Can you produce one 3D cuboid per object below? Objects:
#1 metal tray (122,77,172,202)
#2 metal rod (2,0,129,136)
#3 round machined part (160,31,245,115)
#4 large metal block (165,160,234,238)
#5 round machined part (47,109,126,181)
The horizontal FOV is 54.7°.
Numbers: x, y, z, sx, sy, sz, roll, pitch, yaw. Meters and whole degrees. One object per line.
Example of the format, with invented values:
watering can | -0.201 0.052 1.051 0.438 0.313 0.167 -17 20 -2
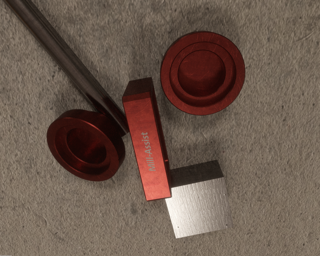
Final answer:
metal tray | -0.013 0.011 0.378 0.030 0.090 0.129 -10 110 3
metal rod | -0.133 -0.108 0.367 0.025 0.025 0.300 -35 107 11
round machined part | 0.049 -0.068 0.376 0.099 0.042 0.097 0 110 -1
large metal block | 0.052 0.099 0.434 0.080 0.050 0.079 -13 110 4
round machined part | -0.089 0.018 0.394 0.098 0.042 0.097 11 126 15
